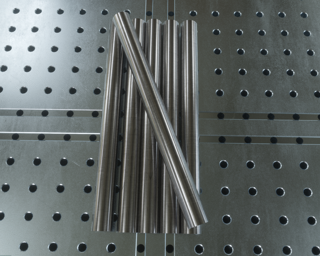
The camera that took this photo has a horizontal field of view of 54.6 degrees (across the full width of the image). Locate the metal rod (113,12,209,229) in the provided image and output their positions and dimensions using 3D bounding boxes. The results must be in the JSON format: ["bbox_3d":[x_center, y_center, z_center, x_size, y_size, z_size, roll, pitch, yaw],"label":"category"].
[{"bbox_3d":[-0.006,-0.024,0.394,0.025,0.025,0.299,-18,71,-6],"label":"metal rod"}]

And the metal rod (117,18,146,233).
[{"bbox_3d":[-0.036,-0.017,0.417,0.025,0.025,0.299,1,70,0],"label":"metal rod"}]

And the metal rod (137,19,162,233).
[{"bbox_3d":[-0.012,-0.016,0.417,0.025,0.025,0.299,1,70,0],"label":"metal rod"}]

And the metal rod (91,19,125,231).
[{"bbox_3d":[-0.066,-0.018,0.417,0.025,0.025,0.299,1,70,0],"label":"metal rod"}]

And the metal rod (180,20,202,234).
[{"bbox_3d":[0.040,-0.015,0.418,0.025,0.025,0.299,1,70,0],"label":"metal rod"}]

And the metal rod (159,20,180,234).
[{"bbox_3d":[0.014,-0.016,0.418,0.025,0.025,0.299,1,70,0],"label":"metal rod"}]
